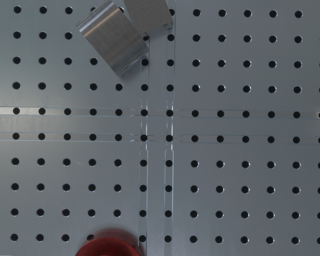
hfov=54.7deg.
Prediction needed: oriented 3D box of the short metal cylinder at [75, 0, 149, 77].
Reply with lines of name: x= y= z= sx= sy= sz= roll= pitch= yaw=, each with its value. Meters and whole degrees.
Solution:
short metal cylinder: x=-0.059 y=-0.111 z=0.385 sx=0.050 sy=0.080 sz=0.080 roll=-40 pitch=90 yaw=0

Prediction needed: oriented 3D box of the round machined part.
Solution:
round machined part: x=-0.069 y=0.192 z=0.404 sx=0.099 sy=0.042 sz=0.097 roll=0 pitch=90 yaw=0

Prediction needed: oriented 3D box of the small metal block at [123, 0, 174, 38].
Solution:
small metal block: x=-0.015 y=-0.152 z=0.413 sx=0.050 sy=0.025 sz=0.050 roll=-22 pitch=90 yaw=0
